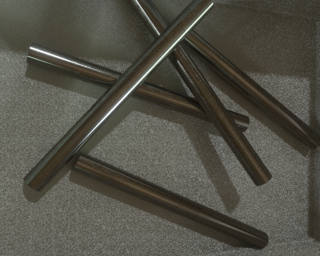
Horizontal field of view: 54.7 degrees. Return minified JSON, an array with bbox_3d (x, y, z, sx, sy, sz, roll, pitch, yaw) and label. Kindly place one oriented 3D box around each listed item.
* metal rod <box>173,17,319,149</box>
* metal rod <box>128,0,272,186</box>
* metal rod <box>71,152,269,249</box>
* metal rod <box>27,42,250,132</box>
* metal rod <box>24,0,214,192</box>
[{"bbox_3d":[0.134,-0.058,0.459,0.301,0.025,0.025,34,79,-17],"label":"metal rod"},{"bbox_3d":[0.053,-0.052,0.406,0.025,0.025,0.299,-36,93,-16],"label":"metal rod"},{"bbox_3d":[0.027,0.105,0.420,0.301,0.025,0.025,27,81,-18],"label":"metal rod"},{"bbox_3d":[-0.013,-0.046,0.405,0.302,0.025,0.025,16,85,-19],"label":"metal rod"},{"bbox_3d":[-0.045,-0.045,0.367,0.025,0.025,0.300,44,86,-15],"label":"metal rod"}]
